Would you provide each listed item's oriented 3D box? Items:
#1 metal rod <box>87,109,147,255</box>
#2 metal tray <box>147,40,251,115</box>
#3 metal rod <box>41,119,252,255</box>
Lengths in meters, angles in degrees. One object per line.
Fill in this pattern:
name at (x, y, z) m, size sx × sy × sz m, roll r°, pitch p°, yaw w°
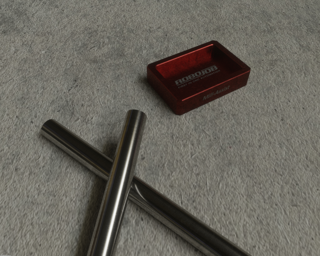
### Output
metal rod at (-0.052, 0.109, 0.288) m, size 0.025 × 0.025 × 0.300 m, roll 8°, pitch 57°, yaw 6°
metal tray at (0.057, -0.080, 0.467) m, size 0.131 × 0.030 × 0.090 m, roll -25°, pitch 55°, yaw -20°
metal rod at (-0.024, 0.070, 0.344) m, size 0.300 × 0.025 × 0.025 m, roll 31°, pitch 56°, yaw 23°
